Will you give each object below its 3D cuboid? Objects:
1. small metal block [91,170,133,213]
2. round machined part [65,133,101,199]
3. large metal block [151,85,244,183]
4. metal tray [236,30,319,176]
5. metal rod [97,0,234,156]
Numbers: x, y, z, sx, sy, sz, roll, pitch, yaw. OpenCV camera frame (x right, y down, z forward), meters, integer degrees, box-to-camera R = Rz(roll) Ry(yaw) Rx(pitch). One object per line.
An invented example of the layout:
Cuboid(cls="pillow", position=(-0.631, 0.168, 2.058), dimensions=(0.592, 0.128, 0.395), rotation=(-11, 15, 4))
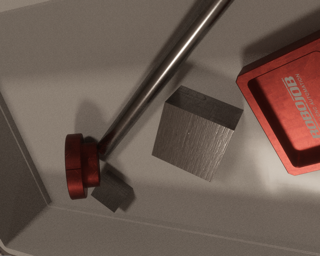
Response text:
Cuboid(cls="small metal block", position=(-0.081, 0.106, 0.515), dimensions=(0.050, 0.025, 0.050), rotation=(36, 129, 3))
Cuboid(cls="round machined part", position=(-0.113, 0.056, 0.466), dimensions=(0.042, 0.098, 0.097), rotation=(-5, 123, -9))
Cuboid(cls="large metal block", position=(0.044, 0.006, 0.373), dimensions=(0.080, 0.050, 0.079), rotation=(24, 127, 13))
Cuboid(cls="metal tray", position=(0.149, -0.020, 0.314), dimensions=(0.090, 0.030, 0.130), rotation=(-24, 106, 36))
Cuboid(cls="metal rod", position=(-0.006, -0.055, 0.376), dimensions=(0.025, 0.025, 0.298), rotation=(42, 129, -1))
